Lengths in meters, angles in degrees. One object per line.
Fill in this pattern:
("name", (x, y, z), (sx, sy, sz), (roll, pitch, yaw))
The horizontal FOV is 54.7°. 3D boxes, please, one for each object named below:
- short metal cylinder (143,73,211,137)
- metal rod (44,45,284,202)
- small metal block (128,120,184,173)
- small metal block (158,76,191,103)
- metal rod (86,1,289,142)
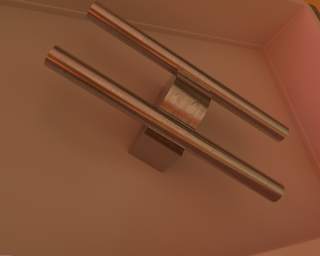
("short metal cylinder", (0.021, -0.023, 0.395), (0.050, 0.080, 0.080), (32, 51, -8))
("metal rod", (0.012, 0.001, 0.349), (0.301, 0.025, 0.025), (31, 52, -8))
("small metal block", (-0.003, 0.022, 0.374), (0.050, 0.050, 0.025), (32, 52, -8))
("small metal block", (0.033, -0.053, 0.439), (0.050, 0.050, 0.025), (32, 52, -8))
("metal rod", (0.042, -0.069, 0.406), (0.301, 0.025, 0.025), (31, 52, -8))
